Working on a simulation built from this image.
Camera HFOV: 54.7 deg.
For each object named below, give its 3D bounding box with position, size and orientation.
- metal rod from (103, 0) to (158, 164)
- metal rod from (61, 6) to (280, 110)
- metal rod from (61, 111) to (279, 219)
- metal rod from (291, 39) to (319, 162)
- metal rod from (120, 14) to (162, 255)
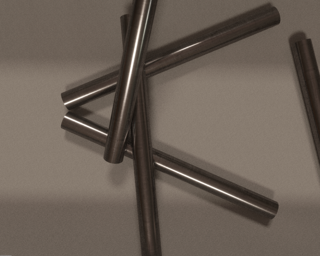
[{"bbox_3d":[-0.024,-0.094,0.331,0.025,0.025,0.298,14,113,-1],"label":"metal rod"},{"bbox_3d":[0.015,-0.092,0.411,0.301,0.025,0.025,-22,90,-1],"label":"metal rod"},{"bbox_3d":[0.013,0.050,0.411,0.301,0.025,0.025,24,90,-1],"label":"metal rod"},{"bbox_3d":[0.224,0.030,0.414,0.025,0.025,0.298,-14,90,0],"label":"metal rod"},{"bbox_3d":[-0.023,0.011,0.385,0.025,0.025,0.298,-5,90,-1],"label":"metal rod"}]
